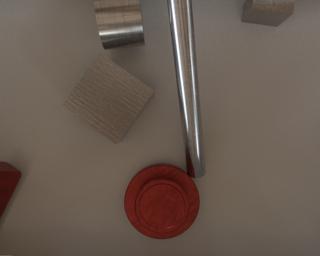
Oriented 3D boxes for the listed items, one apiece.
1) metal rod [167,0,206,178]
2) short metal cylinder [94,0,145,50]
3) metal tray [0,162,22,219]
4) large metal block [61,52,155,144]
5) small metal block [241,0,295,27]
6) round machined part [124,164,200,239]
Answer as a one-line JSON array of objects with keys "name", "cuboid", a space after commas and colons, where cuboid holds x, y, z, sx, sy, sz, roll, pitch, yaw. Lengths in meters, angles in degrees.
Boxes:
[{"name": "metal rod", "cuboid": [0.029, -0.072, 0.347, 0.025, 0.025, 0.298, -9, 117, 0]}, {"name": "short metal cylinder", "cuboid": [-0.048, -0.140, 0.383, 0.050, 0.080, 0.079, -7, 90, 0]}, {"name": "metal tray", "cuboid": [-0.236, 0.103, 0.373, 0.030, 0.090, 0.129, 26, 90, 21]}, {"name": "large metal block", "cuboid": [-0.063, -0.036, 0.398, 0.080, 0.050, 0.080, 35, 90, -1]}, {"name": "small metal block", "cuboid": [0.138, -0.155, 0.401, 0.050, 0.050, 0.025, 7, 90, -1]}, {"name": "round machined part", "cuboid": [0.003, 0.097, 0.403, 0.099, 0.042, 0.097, 0, 90, -1]}]
